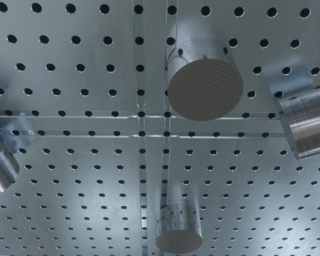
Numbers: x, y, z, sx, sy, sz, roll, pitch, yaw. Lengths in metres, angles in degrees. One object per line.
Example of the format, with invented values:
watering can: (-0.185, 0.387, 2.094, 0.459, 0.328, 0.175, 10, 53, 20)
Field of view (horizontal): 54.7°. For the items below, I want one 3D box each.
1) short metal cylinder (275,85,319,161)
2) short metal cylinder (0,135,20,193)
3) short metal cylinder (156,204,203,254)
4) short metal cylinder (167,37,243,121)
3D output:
short metal cylinder: (0.178, -0.006, 0.373, 0.050, 0.080, 0.080, -19, 128, 15)
short metal cylinder: (-0.240, 0.050, 0.415, 0.080, 0.080, 0.050, -5, 130, 4)
short metal cylinder: (0.033, 0.180, 0.549, 0.081, 0.050, 0.079, 0, 130, 0)
short metal cylinder: (0.048, -0.054, 0.350, 0.081, 0.050, 0.079, 0, 130, 0)
